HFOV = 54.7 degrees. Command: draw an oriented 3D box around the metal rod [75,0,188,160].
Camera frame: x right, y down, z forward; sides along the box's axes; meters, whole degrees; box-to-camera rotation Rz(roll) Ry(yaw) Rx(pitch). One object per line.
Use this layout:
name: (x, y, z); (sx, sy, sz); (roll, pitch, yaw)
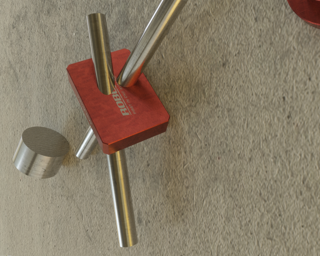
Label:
metal rod: (-0.054, -0.051, 0.420); (0.298, 0.025, 0.025); (-51, 60, 38)

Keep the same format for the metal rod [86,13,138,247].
metal rod: (-0.062, 0.003, 0.403); (0.025, 0.025, 0.298); (-8, 90, 40)

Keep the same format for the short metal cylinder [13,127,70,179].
short metal cylinder: (-0.206, 0.042, 0.539); (0.080, 0.081, 0.050); (47, 118, 30)

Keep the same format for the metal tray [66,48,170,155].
metal tray: (-0.056, -0.039, 0.408); (0.130, 0.091, 0.030); (60, 159, 23)

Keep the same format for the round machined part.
round machined part: (0.156, -0.137, 0.265); (0.098, 0.042, 0.097); (0, 90, 40)
